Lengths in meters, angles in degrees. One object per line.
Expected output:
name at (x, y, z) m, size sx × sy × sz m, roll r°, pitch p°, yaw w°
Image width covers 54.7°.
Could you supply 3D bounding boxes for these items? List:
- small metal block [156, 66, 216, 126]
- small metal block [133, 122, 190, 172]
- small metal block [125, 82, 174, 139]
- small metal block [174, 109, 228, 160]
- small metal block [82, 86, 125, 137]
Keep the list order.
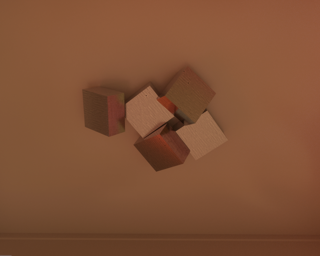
small metal block at (0.033, -0.039, 0.383) m, size 0.050 × 0.025 × 0.050 m, roll 41°, pitch 70°, yaw -14°
small metal block at (0.002, 0.026, 0.407) m, size 0.050 × 0.025 × 0.050 m, roll -23°, pitch 112°, yaw 41°
small metal block at (-0.017, -0.023, 0.401) m, size 0.050 × 0.025 × 0.050 m, roll -36°, pitch 107°, yaw 12°
small metal block at (0.054, 0.006, 0.413) m, size 0.050 × 0.025 × 0.050 m, roll -34°, pitch 107°, yaw 11°
small metal block at (-0.070, -0.022, 0.386) m, size 0.050 × 0.025 × 0.050 m, roll 18°, pitch 116°, yaw 40°
